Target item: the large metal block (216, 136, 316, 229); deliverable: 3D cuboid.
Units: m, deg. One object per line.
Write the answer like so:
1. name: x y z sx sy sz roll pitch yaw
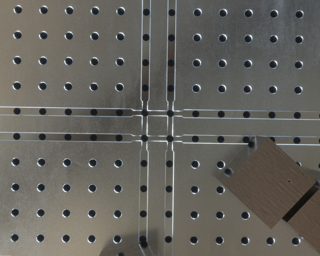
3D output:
1. large metal block: 0.134 0.067 0.402 0.080 0.050 0.080 43 90 0

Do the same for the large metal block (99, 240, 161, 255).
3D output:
1. large metal block: -0.033 0.201 0.401 0.080 0.050 0.080 -12 90 0

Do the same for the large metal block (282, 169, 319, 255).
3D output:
1. large metal block: 0.211 0.114 0.402 0.080 0.050 0.080 44 90 0
